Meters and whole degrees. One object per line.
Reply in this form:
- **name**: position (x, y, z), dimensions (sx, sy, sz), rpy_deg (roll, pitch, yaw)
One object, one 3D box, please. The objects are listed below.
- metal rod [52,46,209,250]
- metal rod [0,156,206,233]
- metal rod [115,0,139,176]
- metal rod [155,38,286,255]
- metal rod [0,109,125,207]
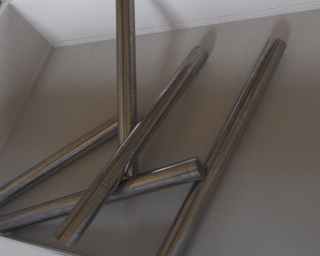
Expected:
- **metal rod**: position (-0.020, 0.004, 0.375), dimensions (0.025, 0.025, 0.301), rpy_deg (16, 58, 34)
- **metal rod**: position (-0.089, 0.088, 0.380), dimensions (0.300, 0.025, 0.025), rpy_deg (-20, 54, 22)
- **metal rod**: position (-0.043, -0.082, 0.400), dimensions (0.025, 0.025, 0.298), rpy_deg (-4, 84, 26)
- **metal rod**: position (0.075, 0.019, 0.353), dimensions (0.025, 0.025, 0.300), rpy_deg (19, 72, 35)
- **metal rod**: position (-0.168, 0.060, 0.454), dimensions (0.300, 0.025, 0.025), rpy_deg (-31, 52, 7)
